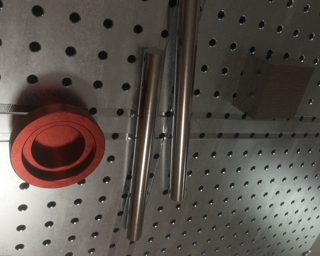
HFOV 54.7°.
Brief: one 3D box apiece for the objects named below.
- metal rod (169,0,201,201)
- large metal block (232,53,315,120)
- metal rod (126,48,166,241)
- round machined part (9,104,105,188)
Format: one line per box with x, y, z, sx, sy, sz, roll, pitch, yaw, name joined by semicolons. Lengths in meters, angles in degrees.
0.030;-0.019;0.417;0.025;0.025;0.298;-13;124;-22;metal rod
0.163;-0.060;0.450;0.081;0.050;0.079;-3;120;-27;large metal block
-0.024;0.042;0.425;0.025;0.025;0.298;-7;122;-25;metal rod
-0.115;0.017;0.348;0.099;0.042;0.097;-14;125;-21;round machined part
